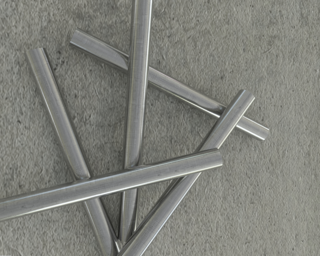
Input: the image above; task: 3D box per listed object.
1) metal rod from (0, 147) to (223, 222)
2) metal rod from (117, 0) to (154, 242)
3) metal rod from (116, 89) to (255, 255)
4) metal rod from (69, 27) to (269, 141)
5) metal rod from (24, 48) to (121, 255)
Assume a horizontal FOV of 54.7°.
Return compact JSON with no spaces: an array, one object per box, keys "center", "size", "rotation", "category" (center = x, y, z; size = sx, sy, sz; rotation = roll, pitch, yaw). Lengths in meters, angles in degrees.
[{"center":[-0.074,0.068,0.352],"size":[0.302,0.025,0.025],"rotation":[-12,95,-10],"category":"metal rod"},{"center":[-0.031,-0.008,0.379],"size":[0.025,0.025,0.298],"rotation":[2,96,-20],"category":"metal rod"},{"center":[0.029,0.070,0.393],"size":[0.025,0.025,0.300],"rotation":[42,76,-16],"category":"metal rod"},{"center":[0.026,-0.050,0.419],"size":[0.302,0.025,0.025],"rotation":[24,82,-19],"category":"metal rod"},{"center":[-0.096,0.052,0.374],"size":[0.025,0.025,0.298],"rotation":[-21,97,-19],"category":"metal rod"}]
